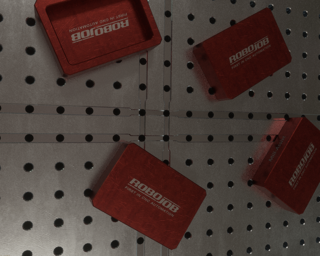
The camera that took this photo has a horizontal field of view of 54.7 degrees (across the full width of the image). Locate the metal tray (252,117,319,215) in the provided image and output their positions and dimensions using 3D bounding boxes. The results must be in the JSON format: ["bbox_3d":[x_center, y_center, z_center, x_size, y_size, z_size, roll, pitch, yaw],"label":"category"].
[{"bbox_3d":[0.216,0.058,0.492,0.090,0.030,0.130,38,78,-17],"label":"metal tray"}]

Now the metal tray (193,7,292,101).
[{"bbox_3d":[0.124,-0.109,0.457,0.131,0.030,0.090,-32,101,-18],"label":"metal tray"}]

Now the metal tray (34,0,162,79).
[{"bbox_3d":[-0.073,-0.125,0.383,0.131,0.030,0.090,-24,98,-19],"label":"metal tray"}]

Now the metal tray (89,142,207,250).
[{"bbox_3d":[-0.013,0.088,0.406,0.130,0.030,0.090,35,78,-17],"label":"metal tray"}]
